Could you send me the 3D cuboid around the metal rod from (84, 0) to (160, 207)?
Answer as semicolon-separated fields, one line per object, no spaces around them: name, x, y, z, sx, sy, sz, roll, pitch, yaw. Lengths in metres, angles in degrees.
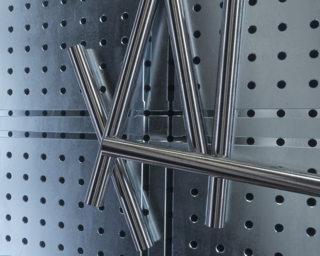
metal rod;-0.048;-0.044;0.412;0.025;0.025;0.299;15;88;19

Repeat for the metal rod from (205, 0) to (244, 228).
metal rod;0.080;-0.028;0.384;0.025;0.025;0.298;5;92;20

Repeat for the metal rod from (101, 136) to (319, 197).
metal rod;0.079;0.047;0.359;0.301;0.025;0.025;10;94;10

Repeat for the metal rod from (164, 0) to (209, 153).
metal rod;0.028;-0.105;0.403;0.025;0.025;0.299;-10;87;20

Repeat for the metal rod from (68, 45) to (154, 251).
metal rod;-0.072;0.023;0.438;0.025;0.025;0.299;-23;82;18
